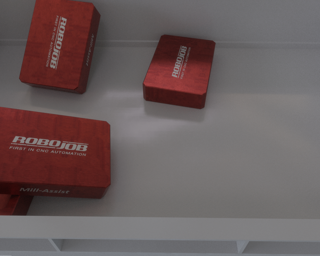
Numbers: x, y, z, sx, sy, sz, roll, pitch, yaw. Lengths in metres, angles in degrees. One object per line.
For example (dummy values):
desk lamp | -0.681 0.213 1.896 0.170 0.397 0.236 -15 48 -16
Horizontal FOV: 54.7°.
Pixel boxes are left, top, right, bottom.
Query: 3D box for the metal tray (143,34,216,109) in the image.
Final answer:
metal tray | 0.033 -0.091 0.478 0.090 0.030 0.130 10 51 8

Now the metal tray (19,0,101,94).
metal tray | -0.146 -0.121 0.458 0.090 0.030 0.129 9 85 7

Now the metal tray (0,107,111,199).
metal tray | -0.123 0.028 0.345 0.131 0.030 0.090 8 52 -20

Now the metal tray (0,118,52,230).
metal tray | -0.186 0.047 0.360 0.091 0.030 0.130 5 50 4
